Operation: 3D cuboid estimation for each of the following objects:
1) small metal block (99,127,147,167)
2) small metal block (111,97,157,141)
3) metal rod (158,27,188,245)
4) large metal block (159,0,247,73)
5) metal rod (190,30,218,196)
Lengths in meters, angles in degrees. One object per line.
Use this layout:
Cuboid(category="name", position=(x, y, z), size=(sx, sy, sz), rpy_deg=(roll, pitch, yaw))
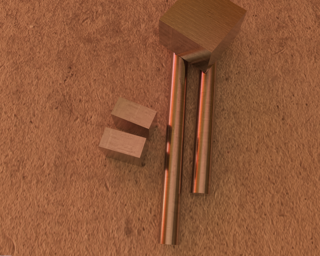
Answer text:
Cuboid(category="small metal block", position=(-0.044, 0.025, 0.385), size=(0.050, 0.050, 0.025), rpy_deg=(15, 71, 5))
Cuboid(category="small metal block", position=(-0.032, -0.010, 0.398), size=(0.050, 0.050, 0.025), rpy_deg=(22, 72, 7))
Cuboid(category="metal rod", position=(0.021, -0.005, 0.410), size=(0.025, 0.025, 0.299), rpy_deg=(4, 70, 1))
Cuboid(category="large metal block", position=(0.055, -0.135, 0.417), size=(0.080, 0.050, 0.080), rpy_deg=(36, 74, 12))
Cuboid(category="metal rod", position=(0.065, -0.058, 0.430), size=(0.025, 0.025, 0.299), rpy_deg=(6, 70, 2))
